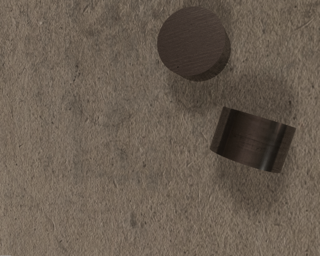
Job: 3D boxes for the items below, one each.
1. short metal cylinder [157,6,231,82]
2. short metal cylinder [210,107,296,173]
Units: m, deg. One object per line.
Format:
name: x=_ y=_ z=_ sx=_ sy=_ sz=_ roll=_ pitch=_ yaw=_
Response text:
short metal cylinder: x=0.043 y=-0.100 z=0.380 sx=0.080 sy=0.050 sz=0.079 roll=0 pitch=90 yaw=19
short metal cylinder: x=0.102 y=0.012 z=0.344 sx=0.080 sy=0.080 sz=0.050 roll=19 pitch=96 yaw=18
